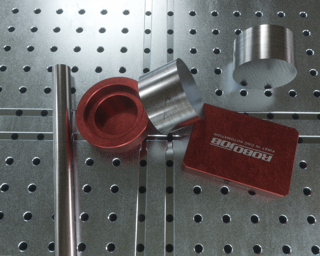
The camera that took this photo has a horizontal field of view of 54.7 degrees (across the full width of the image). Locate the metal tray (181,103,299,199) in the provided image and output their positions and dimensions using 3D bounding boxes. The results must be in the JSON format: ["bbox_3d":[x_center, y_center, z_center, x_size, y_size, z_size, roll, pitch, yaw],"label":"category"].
[{"bbox_3d":[0.102,0.029,0.399,0.131,0.030,0.090,17,71,6],"label":"metal tray"}]

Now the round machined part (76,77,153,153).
[{"bbox_3d":[-0.054,-0.014,0.401,0.098,0.042,0.098,-4,67,9],"label":"round machined part"}]

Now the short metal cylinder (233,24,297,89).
[{"bbox_3d":[0.140,-0.093,0.417,0.080,0.080,0.050,6,70,2],"label":"short metal cylinder"}]

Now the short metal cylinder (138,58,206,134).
[{"bbox_3d":[0.016,-0.038,0.378,0.050,0.080,0.080,-22,70,20],"label":"short metal cylinder"}]

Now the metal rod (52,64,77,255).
[{"bbox_3d":[-0.121,0.055,0.390,0.025,0.025,0.299,-7,70,-3],"label":"metal rod"}]
